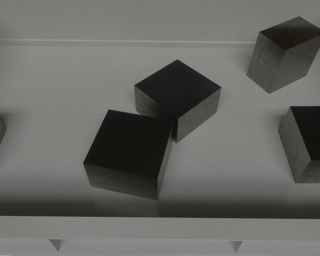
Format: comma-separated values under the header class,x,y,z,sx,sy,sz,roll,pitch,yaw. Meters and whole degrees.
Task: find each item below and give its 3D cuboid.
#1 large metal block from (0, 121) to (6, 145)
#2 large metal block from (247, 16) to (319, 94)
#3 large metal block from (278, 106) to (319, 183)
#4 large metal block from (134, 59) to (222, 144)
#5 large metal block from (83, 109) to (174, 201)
class,x,y,z,sx,sy,sz,roll,pitch,yaw
large metal block,-0.247,0.018,0.371,0.081,0.050,0.080,1,50,0
large metal block,0.186,-0.109,0.463,0.081,0.080,0.050,-25,55,-20
large metal block,0.201,0.019,0.375,0.081,0.050,0.080,0,50,-1
large metal block,0.023,-0.038,0.422,0.080,0.050,0.080,-36,59,-27
large metal block,-0.032,0.030,0.363,0.080,0.050,0.080,10,51,8
